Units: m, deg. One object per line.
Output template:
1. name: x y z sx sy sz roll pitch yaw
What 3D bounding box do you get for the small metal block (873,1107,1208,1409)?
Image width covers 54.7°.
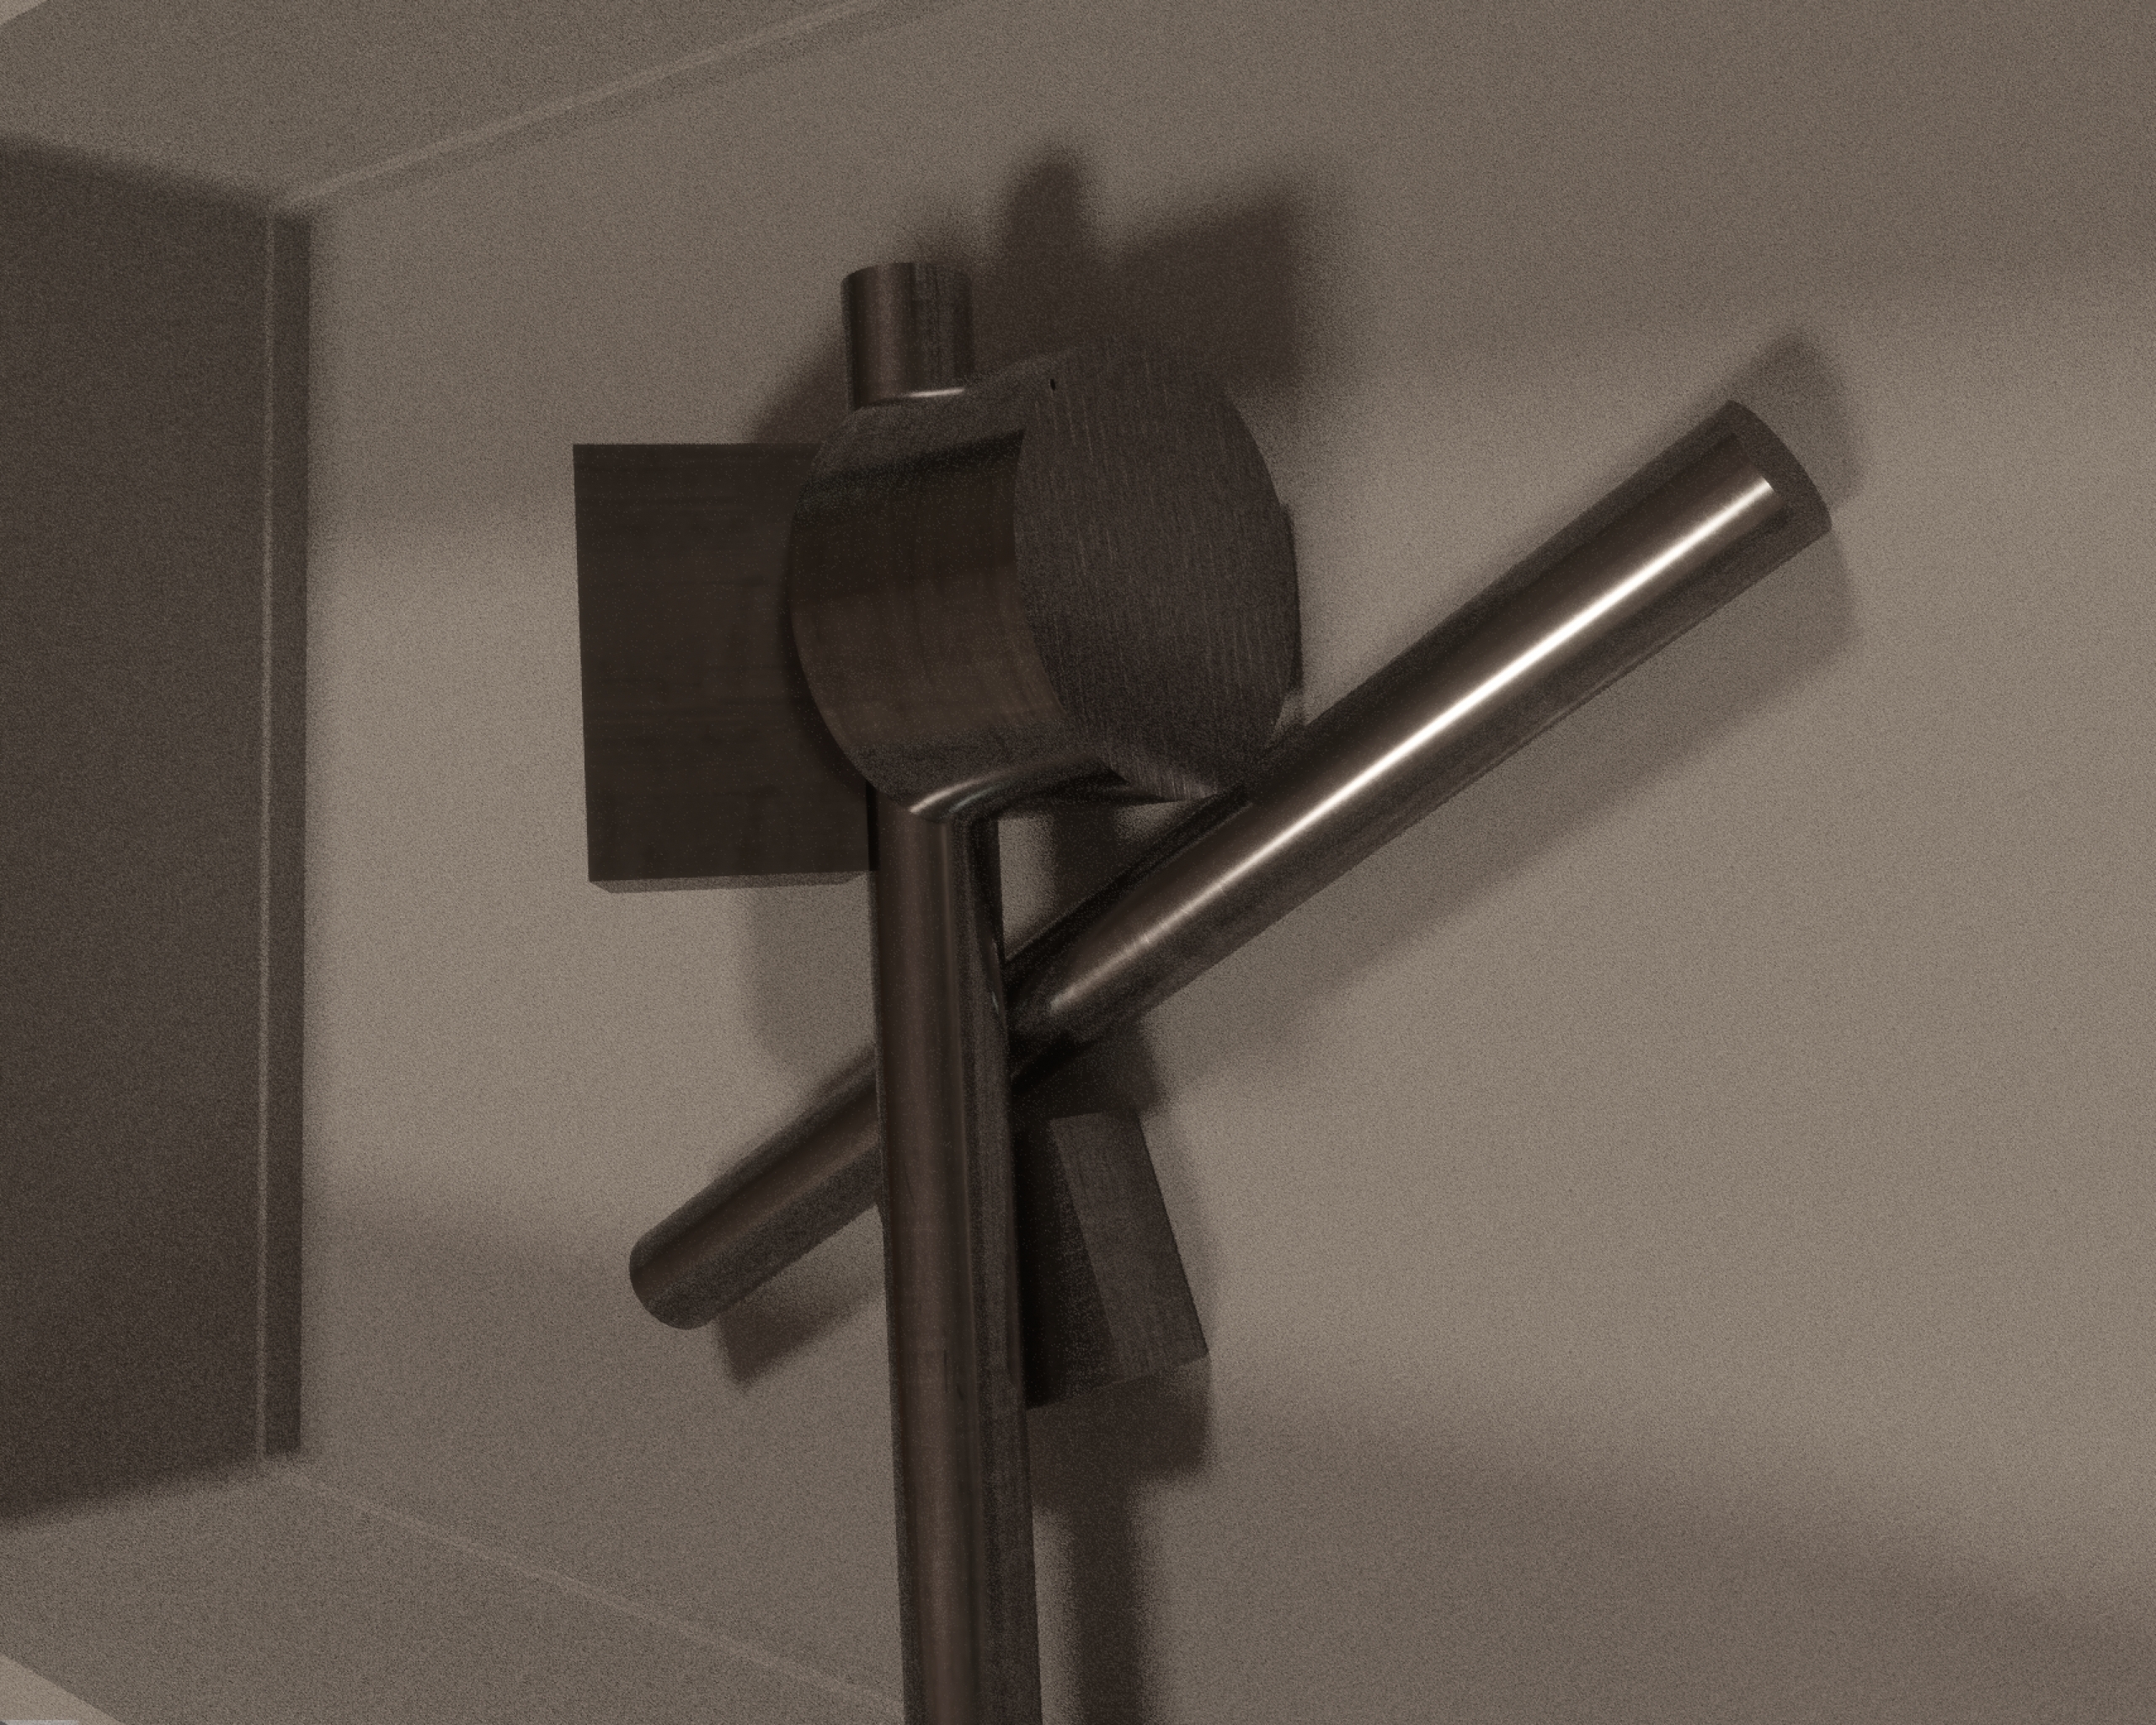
1. small metal block: -0.008 0.080 0.410 0.050 0.025 0.050 -27 74 36

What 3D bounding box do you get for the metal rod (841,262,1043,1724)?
1. metal rod: -0.025 0.038 0.390 0.025 0.025 0.298 -6 85 39

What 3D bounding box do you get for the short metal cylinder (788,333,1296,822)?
1. short metal cylinder: -0.004 -0.048 0.370 0.050 0.081 0.080 -5 87 38

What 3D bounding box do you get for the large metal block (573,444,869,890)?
1. large metal block: -0.072 -0.036 0.420 0.080 0.050 0.080 165 102 -80

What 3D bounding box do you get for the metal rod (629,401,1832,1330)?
1. metal rod: 0.007 0.018 0.396 0.299 0.025 0.025 -38 67 33
